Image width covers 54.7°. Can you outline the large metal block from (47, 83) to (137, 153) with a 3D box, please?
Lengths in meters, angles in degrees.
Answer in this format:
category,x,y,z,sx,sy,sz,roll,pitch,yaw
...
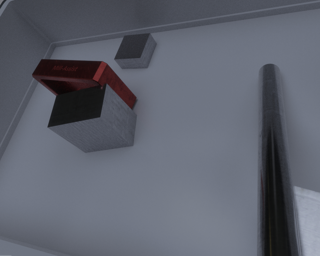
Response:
category,x,y,z,sx,sy,sz,roll,pitch,yaw
large metal block,-0.088,-0.010,0.421,0.080,0.080,0.050,-9,58,23

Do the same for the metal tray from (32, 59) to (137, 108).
category,x,y,z,sx,sy,sz,roll,pitch,yaw
metal tray,-0.111,-0.060,0.457,0.130,0.090,0.030,9,67,32

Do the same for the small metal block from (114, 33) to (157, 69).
category,x,y,z,sx,sy,sz,roll,pitch,yaw
small metal block,-0.039,-0.124,0.501,0.050,0.025,0.050,4,64,30

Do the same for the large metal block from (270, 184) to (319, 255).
category,x,y,z,sx,sy,sz,roll,pitch,yaw
large metal block,0.121,0.101,0.245,0.050,0.080,0.080,13,68,33

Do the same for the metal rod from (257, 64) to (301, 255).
category,x,y,z,sx,sy,sz,roll,pitch,yaw
metal rod,0.096,0.020,0.262,0.025,0.025,0.301,-9,32,23
